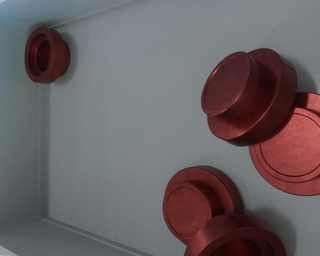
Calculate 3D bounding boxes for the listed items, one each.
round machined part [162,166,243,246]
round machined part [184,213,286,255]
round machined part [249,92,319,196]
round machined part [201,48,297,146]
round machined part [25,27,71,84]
[{"bbox_3d":[0.042,0.094,0.360,0.098,0.042,0.097,0,90,39],"label":"round machined part"},{"bbox_3d":[0.071,0.127,0.312,0.042,0.099,0.097,-115,44,-66],"label":"round machined part"},{"bbox_3d":[0.129,0.015,0.289,0.098,0.042,0.097,0,90,39],"label":"round machined part"},{"bbox_3d":[0.077,-0.035,0.301,0.098,0.042,0.098,-45,30,36],"label":"round machined part"},{"bbox_3d":[-0.198,-0.128,0.556,0.098,0.042,0.097,0,90,39],"label":"round machined part"}]
